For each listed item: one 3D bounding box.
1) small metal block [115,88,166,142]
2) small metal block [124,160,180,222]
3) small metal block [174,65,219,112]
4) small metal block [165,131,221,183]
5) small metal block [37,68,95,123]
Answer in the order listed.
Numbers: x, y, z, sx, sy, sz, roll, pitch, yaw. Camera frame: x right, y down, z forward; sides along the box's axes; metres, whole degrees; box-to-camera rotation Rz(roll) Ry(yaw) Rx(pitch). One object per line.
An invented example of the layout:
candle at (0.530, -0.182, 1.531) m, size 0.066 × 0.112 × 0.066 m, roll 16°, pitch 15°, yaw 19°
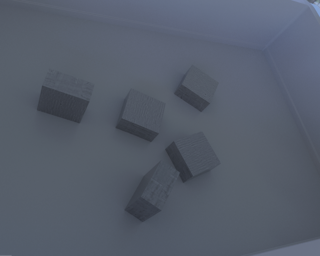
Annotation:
small metal block at (-0.024, -0.017, 0.402) m, size 0.050 × 0.025 × 0.050 m, roll 23°, pitch 53°, yaw -15°
small metal block at (-0.009, 0.070, 0.342) m, size 0.025 × 0.050 × 0.050 m, roll 36°, pitch 51°, yaw -5°
small metal block at (0.056, -0.061, 0.473) m, size 0.050 × 0.025 × 0.050 m, roll 33°, pitch 51°, yaw -7°
small metal block at (0.043, 0.037, 0.406) m, size 0.050 × 0.025 × 0.050 m, roll -17°, pitch 71°, yaw -35°
small metal block at (-0.108, -0.035, 0.353) m, size 0.050 × 0.050 × 0.025 m, roll 19°, pitch 55°, yaw -18°
